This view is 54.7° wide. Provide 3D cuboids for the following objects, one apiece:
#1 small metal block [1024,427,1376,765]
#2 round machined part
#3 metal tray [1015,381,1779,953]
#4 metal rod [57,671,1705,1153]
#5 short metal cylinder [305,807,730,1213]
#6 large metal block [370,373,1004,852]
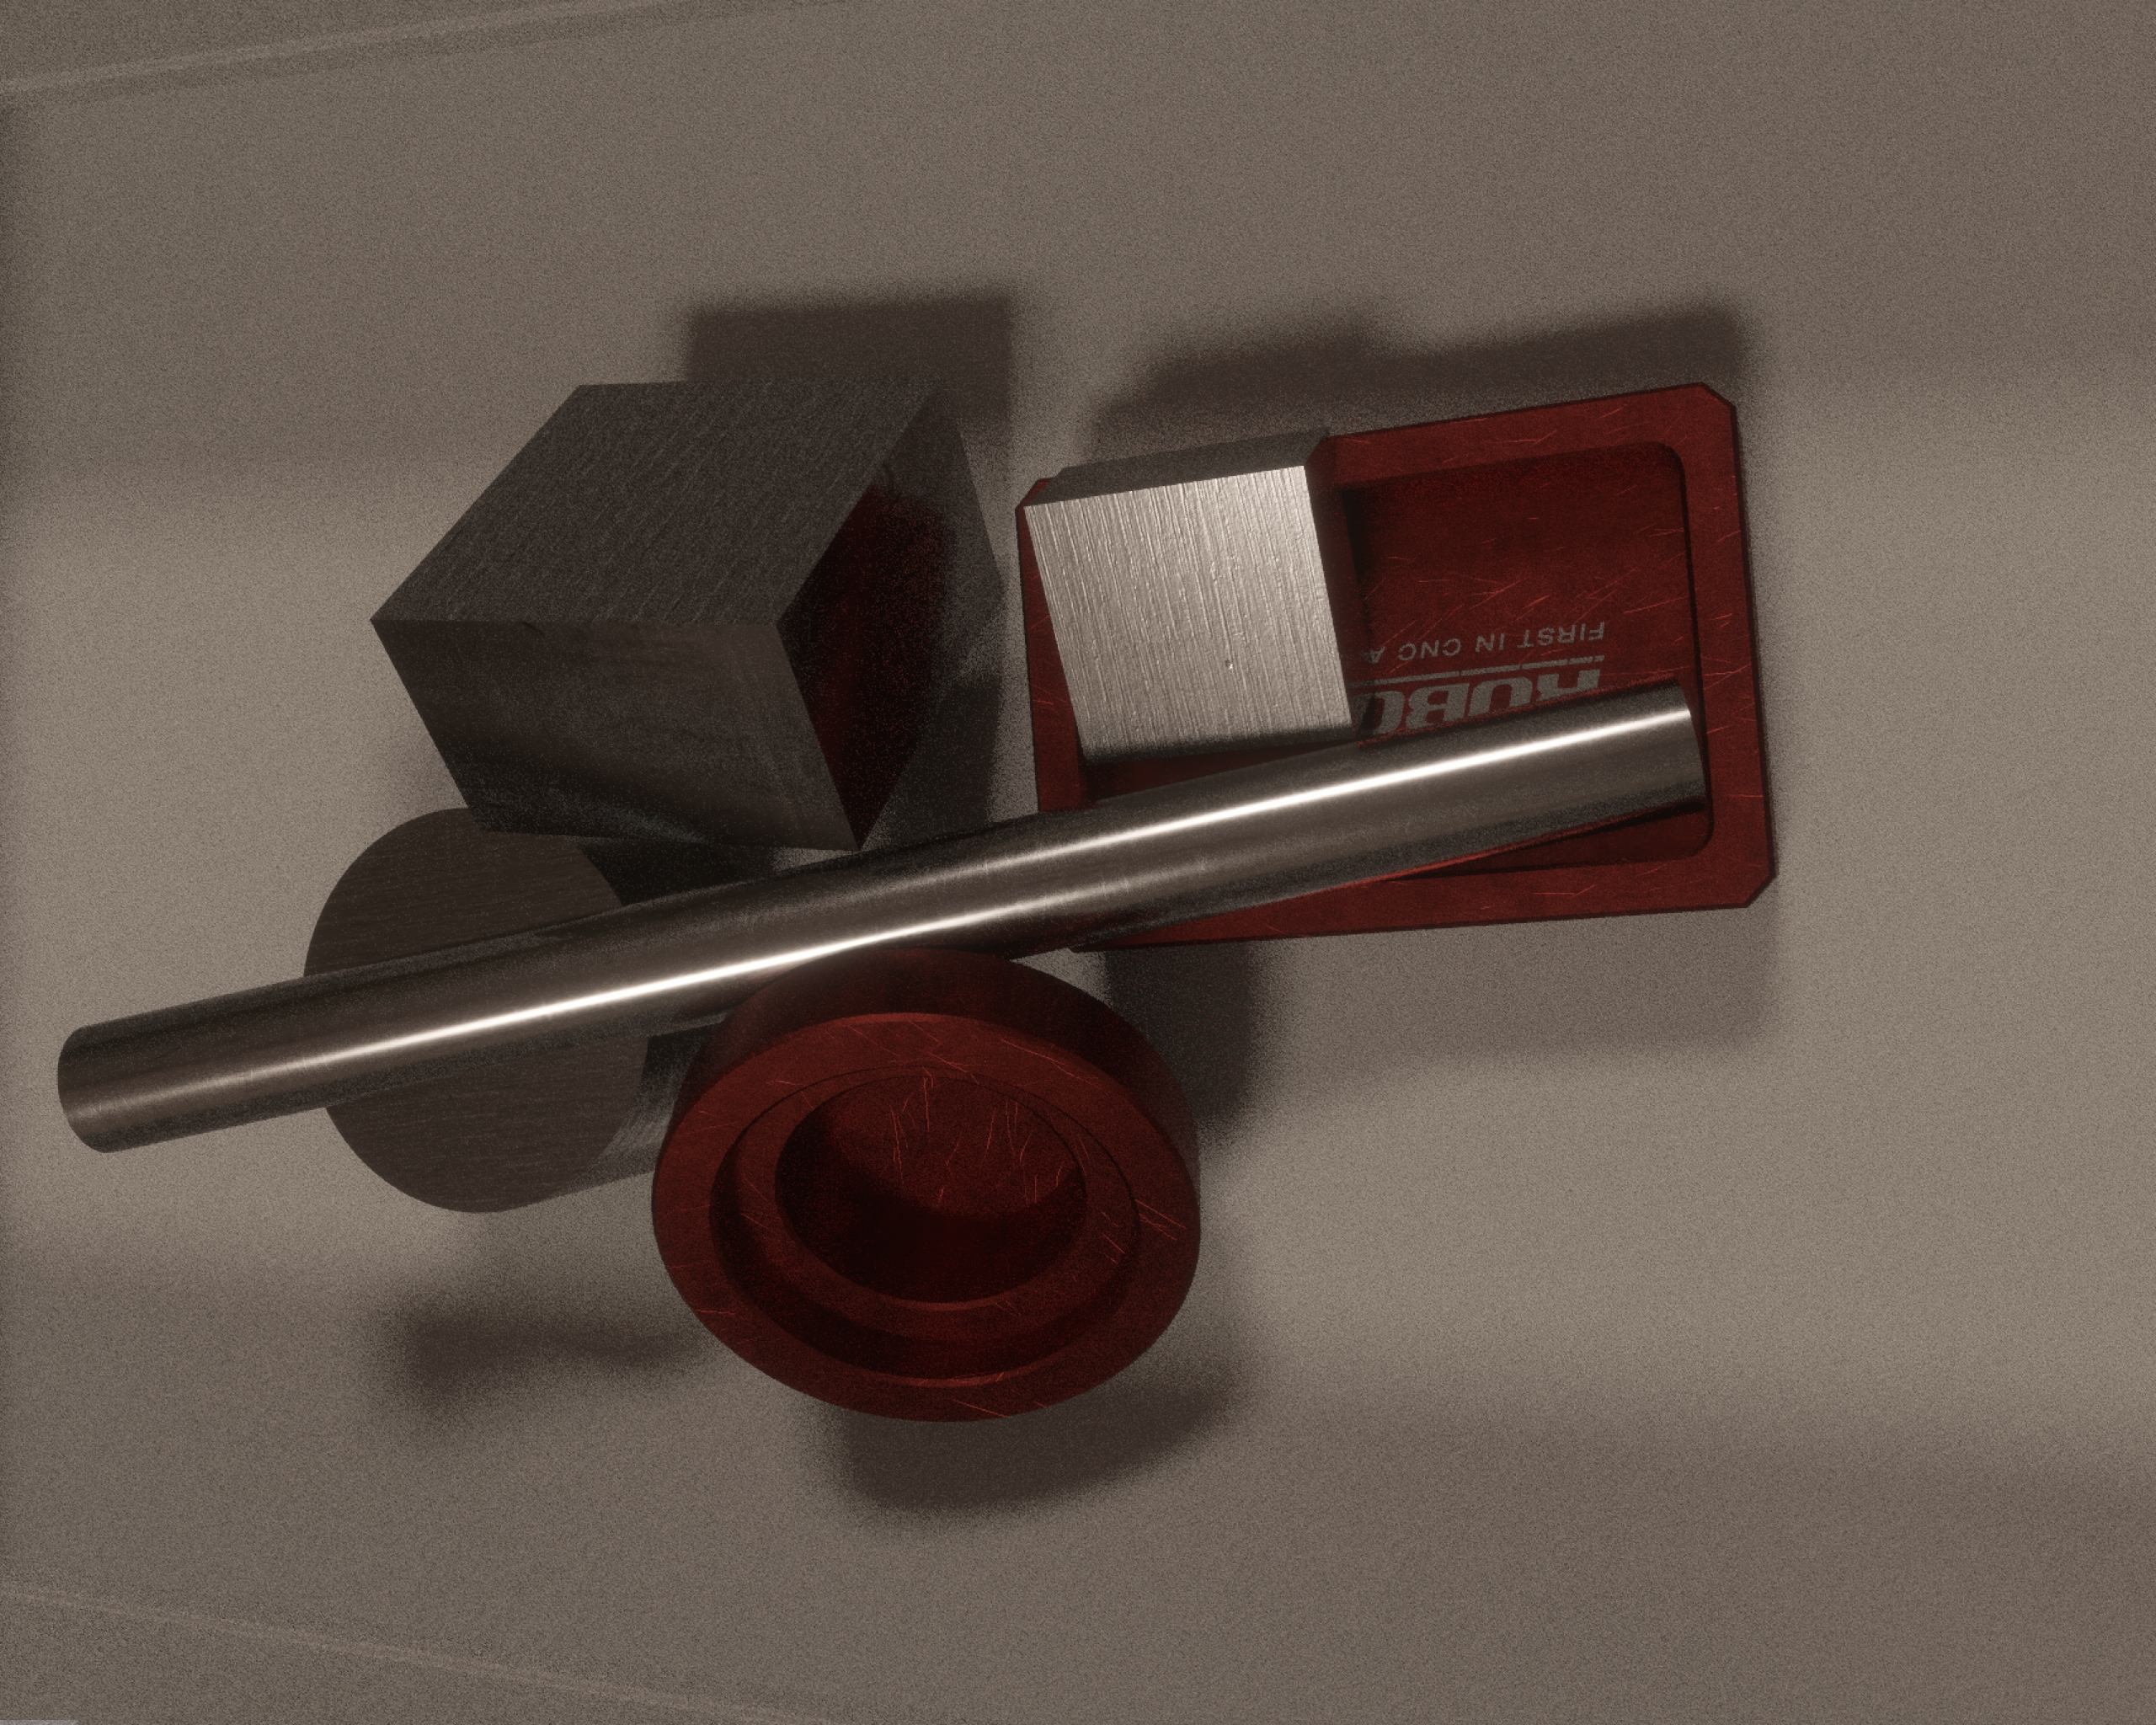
[{"bbox_3d":[0.023,-0.048,0.377,0.050,0.025,0.050,-5,115,20],"label":"small metal block"},{"bbox_3d":[-0.027,0.055,0.391,0.099,0.042,0.097,1,122,2],"label":"round machined part"},{"bbox_3d":[0.057,-0.032,0.385,0.130,0.030,0.089,-5,88,19],"label":"metal tray"},{"bbox_3d":[-0.041,0.011,0.378,0.301,0.025,0.025,-12,86,8],"label":"metal rod"},{"bbox_3d":[-0.111,0.029,0.432,0.080,0.050,0.079,0,90,19],"label":"short metal cylinder"},{"bbox_3d":[-0.070,-0.049,0.395,0.080,0.080,0.050,3,133,20],"label":"large metal block"}]
